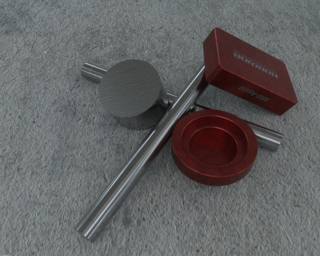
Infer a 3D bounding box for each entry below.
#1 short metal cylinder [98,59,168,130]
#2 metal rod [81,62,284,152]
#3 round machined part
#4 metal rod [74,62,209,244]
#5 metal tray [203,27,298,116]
[{"bbox_3d":[-0.033,-0.042,0.407,0.080,0.050,0.080,-4,70,11],"label":"short metal cylinder"},{"bbox_3d":[0.018,-0.035,0.436,0.301,0.025,0.025,22,54,17],"label":"metal rod"},{"bbox_3d":[0.063,0.027,0.371,0.099,0.042,0.098,0,50,0],"label":"round machined part"},{"bbox_3d":[0.005,0.003,0.380,0.025,0.025,0.301,27,61,20],"label":"metal rod"},{"bbox_3d":[0.124,-0.079,0.432,0.131,0.030,0.090,20,47,-20],"label":"metal tray"}]
